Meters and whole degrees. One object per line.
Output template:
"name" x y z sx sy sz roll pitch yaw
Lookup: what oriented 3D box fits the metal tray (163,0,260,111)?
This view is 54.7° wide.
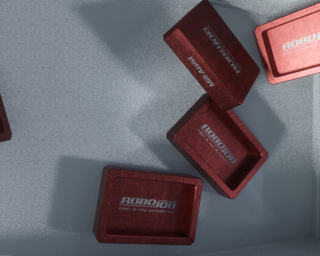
"metal tray" 0.074 -0.098 0.417 0.130 0.030 0.090 48 51 -13

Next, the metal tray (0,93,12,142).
"metal tray" -0.198 -0.020 0.282 0.030 0.130 0.089 -13 95 9

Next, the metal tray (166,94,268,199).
"metal tray" 0.084 0.025 0.440 0.090 0.030 0.130 -47 105 -14

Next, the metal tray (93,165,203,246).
"metal tray" -0.014 0.102 0.403 0.131 0.030 0.089 10 87 -20

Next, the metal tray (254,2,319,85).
"metal tray" 0.210 -0.121 0.435 0.030 0.130 0.090 -27 101 -49
